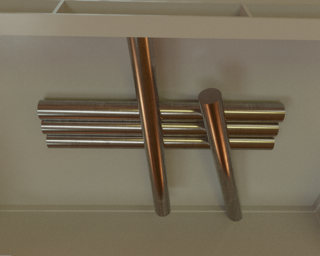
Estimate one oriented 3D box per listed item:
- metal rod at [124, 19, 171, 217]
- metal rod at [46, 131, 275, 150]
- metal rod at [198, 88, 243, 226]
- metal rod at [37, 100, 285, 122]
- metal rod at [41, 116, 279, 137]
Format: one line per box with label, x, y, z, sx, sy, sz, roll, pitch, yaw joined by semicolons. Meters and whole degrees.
metal rod;-0.008;0.015;0.387;0.025;0.025;0.298;-4;130;3
metal rod;0.002;0.017;0.422;0.302;0.025;0.025;1;130;-1
metal rod;0.093;0.063;0.436;0.025;0.025;0.299;-12;136;10
metal rod;0.003;-0.021;0.389;0.302;0.025;0.025;1;130;-1
metal rod;0.001;-0.002;0.405;0.302;0.025;0.025;1;130;-1
